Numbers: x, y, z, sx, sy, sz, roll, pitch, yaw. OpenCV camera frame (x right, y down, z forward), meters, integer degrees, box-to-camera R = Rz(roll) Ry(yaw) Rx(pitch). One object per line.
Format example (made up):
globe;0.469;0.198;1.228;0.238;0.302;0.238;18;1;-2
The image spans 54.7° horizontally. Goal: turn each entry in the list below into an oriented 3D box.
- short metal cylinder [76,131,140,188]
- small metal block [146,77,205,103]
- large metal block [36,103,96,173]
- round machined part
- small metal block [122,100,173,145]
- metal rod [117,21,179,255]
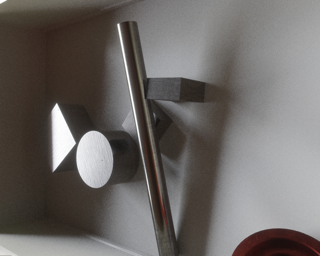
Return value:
short metal cylinder;-0.076;0.044;0.451;0.080;0.050;0.079;0;90;39
small metal block;0.019;-0.045;0.373;0.050;0.050;0.025;7;94;39
large metal block;-0.152;0.016;0.513;0.080;0.050;0.080;-46;63;30
round machined part;0.113;0.144;0.278;0.098;0.099;0.042;18;137;38
small metal block;-0.018;-0.007;0.420;0.050;0.025;0.050;47;118;29
metal rod;-0.014;0.020;0.386;0.025;0.025;0.298;-7;95;39
